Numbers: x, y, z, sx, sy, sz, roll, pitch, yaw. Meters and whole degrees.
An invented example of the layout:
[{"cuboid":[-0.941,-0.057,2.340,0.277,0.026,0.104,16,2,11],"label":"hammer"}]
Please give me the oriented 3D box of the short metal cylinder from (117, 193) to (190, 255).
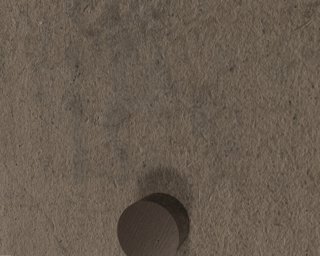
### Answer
[{"cuboid":[-0.007,0.128,0.397,0.080,0.050,0.079,0,90,19],"label":"short metal cylinder"}]
